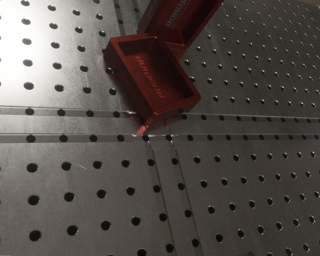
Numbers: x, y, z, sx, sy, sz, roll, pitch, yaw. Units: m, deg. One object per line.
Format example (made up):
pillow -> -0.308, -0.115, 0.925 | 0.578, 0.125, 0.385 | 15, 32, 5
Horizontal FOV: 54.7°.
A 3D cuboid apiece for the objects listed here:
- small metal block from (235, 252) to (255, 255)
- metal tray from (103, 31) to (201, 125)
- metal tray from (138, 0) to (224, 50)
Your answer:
small metal block -> 0.091, 0.169, 0.340 | 0.025, 0.050, 0.050 | -17, 71, -35
metal tray -> -0.011, -0.076, 0.446 | 0.091, 0.030, 0.130 | -21, 73, -36
metal tray -> 0.032, -0.178, 0.469 | 0.091, 0.129, 0.030 | 2, 61, -28
